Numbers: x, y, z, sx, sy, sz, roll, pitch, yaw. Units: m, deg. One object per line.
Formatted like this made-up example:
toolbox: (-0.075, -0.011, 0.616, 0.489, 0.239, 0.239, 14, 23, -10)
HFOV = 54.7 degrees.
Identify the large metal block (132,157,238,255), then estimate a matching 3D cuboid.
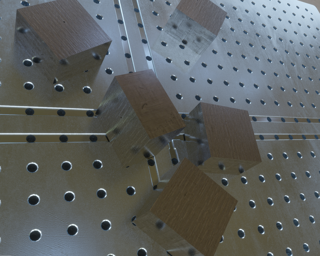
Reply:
large metal block: (0.029, 0.095, 0.352, 0.080, 0.050, 0.080, 40, 51, -1)

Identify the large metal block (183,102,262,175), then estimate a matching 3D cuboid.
large metal block: (0.084, 0.017, 0.429, 0.081, 0.050, 0.080, 8, 58, -25)

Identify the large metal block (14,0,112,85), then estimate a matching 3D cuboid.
large metal block: (-0.123, -0.113, 0.395, 0.080, 0.050, 0.081, 49, 51, 6)

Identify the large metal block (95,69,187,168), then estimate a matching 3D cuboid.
large metal block: (-0.026, -0.010, 0.366, 0.050, 0.080, 0.080, -19, 72, -36)

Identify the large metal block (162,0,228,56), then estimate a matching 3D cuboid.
large metal block: (0.063, -0.187, 0.542, 0.080, 0.050, 0.080, 32, 51, -8)
